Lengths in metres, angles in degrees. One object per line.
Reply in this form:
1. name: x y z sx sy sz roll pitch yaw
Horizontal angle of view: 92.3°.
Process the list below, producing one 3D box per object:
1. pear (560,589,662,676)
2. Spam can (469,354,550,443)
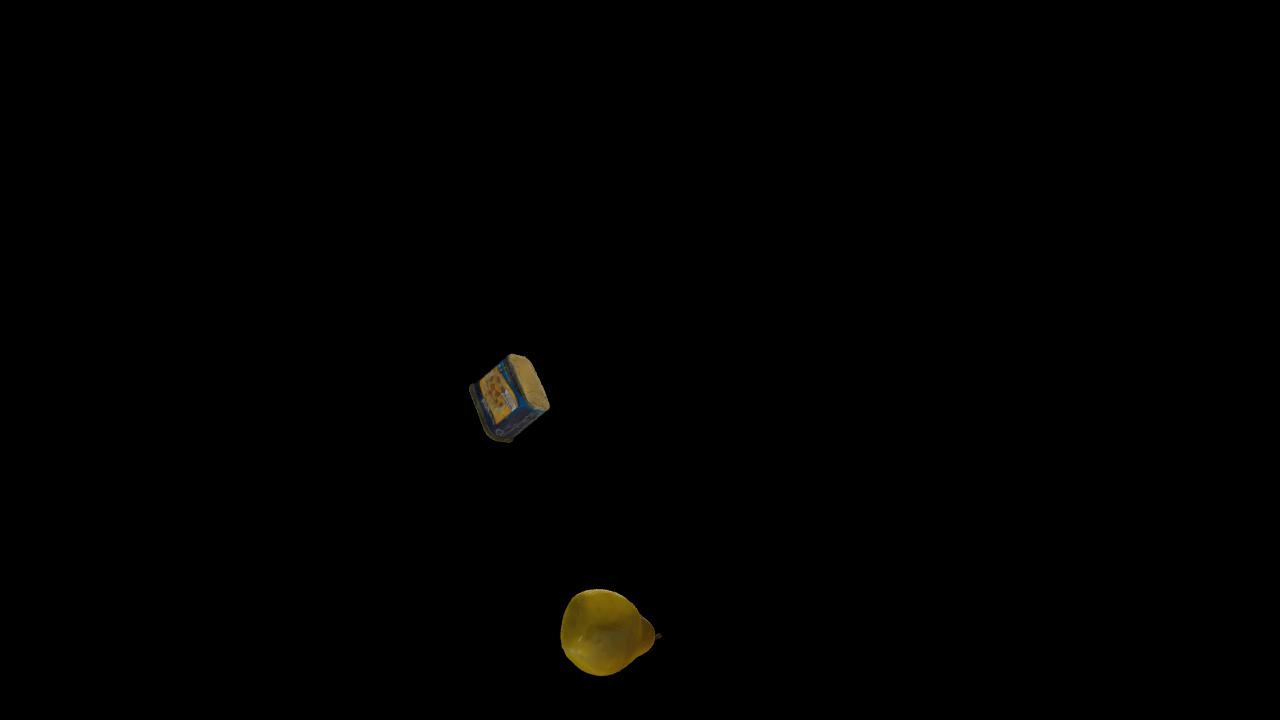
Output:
1. pear: -0.018 0.262 0.583 0.111 0.080 0.080 24 -10 -23
2. Spam can: -0.188 0.054 0.887 0.085 0.101 0.058 -39 -27 19
